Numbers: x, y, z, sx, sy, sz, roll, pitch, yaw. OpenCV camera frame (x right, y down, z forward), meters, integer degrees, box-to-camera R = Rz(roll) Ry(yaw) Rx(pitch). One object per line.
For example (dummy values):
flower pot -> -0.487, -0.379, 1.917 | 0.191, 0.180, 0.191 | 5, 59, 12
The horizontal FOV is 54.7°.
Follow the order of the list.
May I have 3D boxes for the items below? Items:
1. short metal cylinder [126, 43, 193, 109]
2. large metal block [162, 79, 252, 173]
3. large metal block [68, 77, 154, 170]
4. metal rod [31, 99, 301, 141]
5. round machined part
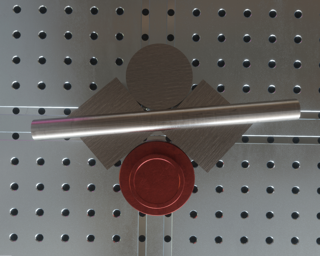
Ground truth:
short metal cylinder -> -0.001, -0.062, 0.397 | 0.081, 0.050, 0.079 | 0, 90, 0
large metal block -> 0.055, -0.003, 0.395 | 0.080, 0.050, 0.080 | 42, 91, 0
large metal block -> -0.058, -0.006, 0.396 | 0.080, 0.050, 0.080 | -39, 92, 0
metal rod -> 0.006, -0.009, 0.358 | 0.302, 0.025, 0.025 | -5, 90, 0
round machined part -> -0.004, 0.065, 0.401 | 0.099, 0.042, 0.097 | 0, 90, 0
